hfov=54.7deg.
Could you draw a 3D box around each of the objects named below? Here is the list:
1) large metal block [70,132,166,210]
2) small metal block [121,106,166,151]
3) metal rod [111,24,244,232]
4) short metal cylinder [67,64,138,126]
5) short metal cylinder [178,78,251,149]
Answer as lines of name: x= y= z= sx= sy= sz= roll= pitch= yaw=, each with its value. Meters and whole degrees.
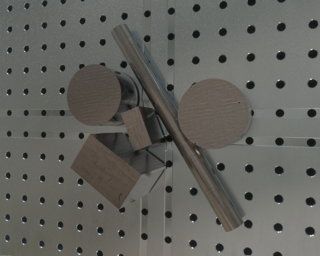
large metal block: x=-0.050 y=0.049 z=0.396 sx=0.080 sy=0.080 sz=0.050 roll=36 pitch=102 yaw=17
small metal block: x=-0.021 y=0.001 z=0.402 sx=0.025 sy=0.050 sz=0.050 roll=-22 pitch=83 yaw=19
metal rod: x=0.017 y=-0.008 z=0.402 sx=0.025 sy=0.025 sz=0.299 roll=-33 pitch=80 yaw=17
short metal cylinder: x=-0.078 y=-0.043 z=0.423 sx=0.080 sy=0.050 sz=0.079 roll=0 pitch=90 yaw=20
short metal cylinder: x=0.067 y=-0.016 z=0.372 sx=0.080 sy=0.050 sz=0.079 roll=0 pitch=90 yaw=20
